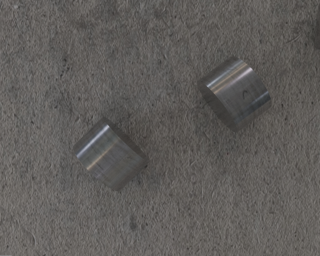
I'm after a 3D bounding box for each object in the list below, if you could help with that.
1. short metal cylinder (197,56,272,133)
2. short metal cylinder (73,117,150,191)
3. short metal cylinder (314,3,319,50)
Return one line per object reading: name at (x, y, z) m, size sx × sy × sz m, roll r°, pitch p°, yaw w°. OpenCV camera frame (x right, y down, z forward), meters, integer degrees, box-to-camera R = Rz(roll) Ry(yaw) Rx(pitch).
short metal cylinder at (0.090, -0.041, 0.383) m, size 0.050 × 0.080 × 0.080 m, roll -37°, pitch 90°, yaw 0°
short metal cylinder at (-0.059, 0.031, 0.382) m, size 0.080 × 0.080 × 0.050 m, roll 45°, pitch 90°, yaw 0°
short metal cylinder at (0.238, -0.128, 0.384) m, size 0.080 × 0.080 × 0.050 m, roll 6°, pitch 90°, yaw 0°
